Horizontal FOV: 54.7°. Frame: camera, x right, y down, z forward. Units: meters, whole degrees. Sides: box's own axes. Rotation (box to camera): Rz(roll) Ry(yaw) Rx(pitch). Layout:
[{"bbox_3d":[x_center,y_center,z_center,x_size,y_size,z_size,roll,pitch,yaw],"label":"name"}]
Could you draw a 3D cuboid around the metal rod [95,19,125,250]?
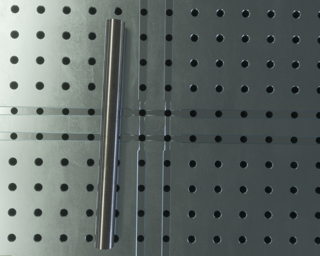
[{"bbox_3d":[-0.067,0.008,0.412,0.025,0.025,0.298,3,90,-1],"label":"metal rod"}]
